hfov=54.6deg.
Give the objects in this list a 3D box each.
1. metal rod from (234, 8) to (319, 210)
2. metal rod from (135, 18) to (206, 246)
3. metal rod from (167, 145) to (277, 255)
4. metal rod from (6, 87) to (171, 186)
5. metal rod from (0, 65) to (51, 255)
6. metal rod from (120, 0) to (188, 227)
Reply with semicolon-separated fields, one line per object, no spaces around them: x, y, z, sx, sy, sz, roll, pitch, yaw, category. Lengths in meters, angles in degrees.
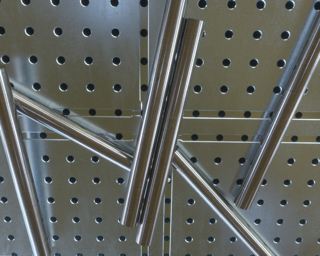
0.163;-0.021;0.406;0.025;0.025;0.298;16;109;-6;metal rod
0.010;0.015;0.399;0.025;0.025;0.298;12;103;-4;metal rod
0.112;0.140;0.465;0.025;0.025;0.300;-38;106;13;metal rod
-0.119;0.003;0.413;0.301;0.025;0.025;30;107;-11;metal rod
-0.186;0.065;0.419;0.025;0.025;0.298;-1;116;0;metal rod
-0.010;-0.013;0.390;0.025;0.025;0.298;12;103;-4;metal rod
